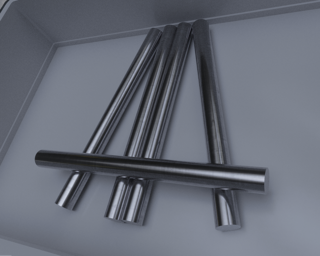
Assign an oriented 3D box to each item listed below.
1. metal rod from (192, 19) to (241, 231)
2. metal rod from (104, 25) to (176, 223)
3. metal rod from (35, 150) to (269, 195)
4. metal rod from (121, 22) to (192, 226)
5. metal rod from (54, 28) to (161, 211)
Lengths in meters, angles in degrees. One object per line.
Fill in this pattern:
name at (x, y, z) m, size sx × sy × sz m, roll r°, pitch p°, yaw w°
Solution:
metal rod at (0.064, -0.027, 0.387) m, size 0.025 × 0.025 × 0.299 m, roll -15°, pitch 56°, yaw 20°
metal rod at (-0.018, -0.023, 0.428) m, size 0.025 × 0.025 × 0.300 m, roll 1°, pitch 62°, yaw 29°
metal rod at (-0.032, 0.046, 0.360) m, size 0.300 × 0.025 × 0.025 m, roll 1°, pitch 63°, yaw 29°
metal rod at (0.003, -0.023, 0.417) m, size 0.025 × 0.025 × 0.300 m, roll 1°, pitch 62°, yaw 29°
metal rod at (-0.066, -0.025, 0.454) m, size 0.025 × 0.025 × 0.300 m, roll 13°, pitch 68°, yaw 33°
